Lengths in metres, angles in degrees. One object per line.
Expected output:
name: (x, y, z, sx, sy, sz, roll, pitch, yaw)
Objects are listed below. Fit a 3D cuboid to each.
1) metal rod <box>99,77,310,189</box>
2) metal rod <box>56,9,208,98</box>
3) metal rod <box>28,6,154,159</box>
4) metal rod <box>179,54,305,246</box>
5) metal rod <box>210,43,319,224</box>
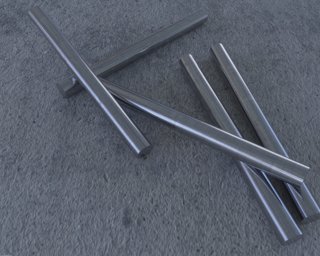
metal rod: (0.028, -0.006, 0.387, 0.300, 0.025, 0.025, 25, 54, 27)
metal rod: (-0.031, -0.132, 0.513, 0.302, 0.025, 0.025, -35, 58, -26)
metal rod: (-0.108, -0.077, 0.435, 0.025, 0.025, 0.300, -30, 66, -23)
metal rod: (0.087, 0.003, 0.401, 0.025, 0.025, 0.300, -14, 51, -11)
metal rod: (0.127, -0.017, 0.418, 0.025, 0.025, 0.300, -10, 51, -8)
